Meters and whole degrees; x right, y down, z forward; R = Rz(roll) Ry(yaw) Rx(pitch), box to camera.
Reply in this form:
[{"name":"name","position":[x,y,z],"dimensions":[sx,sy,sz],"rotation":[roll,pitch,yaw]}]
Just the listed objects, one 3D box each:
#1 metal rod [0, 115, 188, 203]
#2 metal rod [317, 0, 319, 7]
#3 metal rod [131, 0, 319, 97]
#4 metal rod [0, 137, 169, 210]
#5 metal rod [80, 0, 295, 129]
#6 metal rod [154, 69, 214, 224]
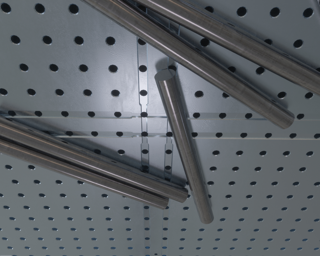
[{"name":"metal rod","position":[-0.090,0.051,0.453],"dimensions":[0.301,0.025,0.025],"rotation":[25,126,-20]},{"name":"metal rod","position":[0.189,-0.107,0.322],"dimensions":[0.025,0.025,0.300],"rotation":[-29,125,22]},{"name":"metal rod","position":[0.093,-0.089,0.336],"dimensions":[0.302,0.025,0.025],"rotation":[21,127,-18]},{"name":"metal rod","position":[-0.121,0.066,0.466],"dimensions":[0.301,0.025,0.025],"rotation":[24,126,-20]},{"name":"metal rod","position":[0.041,-0.075,0.348],"dimensions":[0.301,0.025,0.025],"rotation":[28,125,-22]},{"name":"metal rod","position":[0.044,0.048,0.452],"dimensions":[0.025,0.025,0.299],"rotation":[-12,129,9]}]
